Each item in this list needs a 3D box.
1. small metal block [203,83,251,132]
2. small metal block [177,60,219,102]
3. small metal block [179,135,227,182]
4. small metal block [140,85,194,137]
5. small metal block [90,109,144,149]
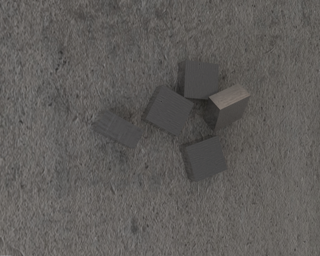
[{"bbox_3d":[0.091,-0.028,0.427,0.050,0.050,0.025,-25,59,-18],"label":"small metal block"},{"bbox_3d":[0.052,-0.064,0.428,0.050,0.025,0.050,3,89,-20],"label":"small metal block"},{"bbox_3d":[0.060,0.041,0.431,0.050,0.025,0.050,-18,96,-19],"label":"small metal block"},{"bbox_3d":[0.010,-0.022,0.412,0.050,0.025,0.050,29,81,-18],"label":"small metal block"},{"bbox_3d":[-0.053,0.002,0.376,0.050,0.050,0.025,30,80,-18],"label":"small metal block"}]
